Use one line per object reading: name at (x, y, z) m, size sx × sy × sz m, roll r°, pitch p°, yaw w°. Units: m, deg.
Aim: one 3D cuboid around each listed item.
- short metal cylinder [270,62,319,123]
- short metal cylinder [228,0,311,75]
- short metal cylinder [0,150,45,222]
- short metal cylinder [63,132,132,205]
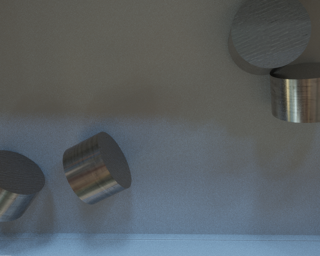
short metal cylinder at (0.174, -0.044, 0.367) m, size 0.080 × 0.080 × 0.050 m, roll -9°, pitch 110°, yaw 3°
short metal cylinder at (0.119, -0.103, 0.348) m, size 0.080 × 0.050 × 0.079 m, roll 0°, pitch 91°, yaw 8°
short metal cylinder at (-0.202, 0.075, 0.408) m, size 0.080 × 0.080 × 0.050 m, roll 35°, pitch 106°, yaw -12°
short metal cylinder at (-0.079, 0.051, 0.400) m, size 0.050 × 0.080 × 0.080 m, roll -27°, pitch 108°, yaw 9°
